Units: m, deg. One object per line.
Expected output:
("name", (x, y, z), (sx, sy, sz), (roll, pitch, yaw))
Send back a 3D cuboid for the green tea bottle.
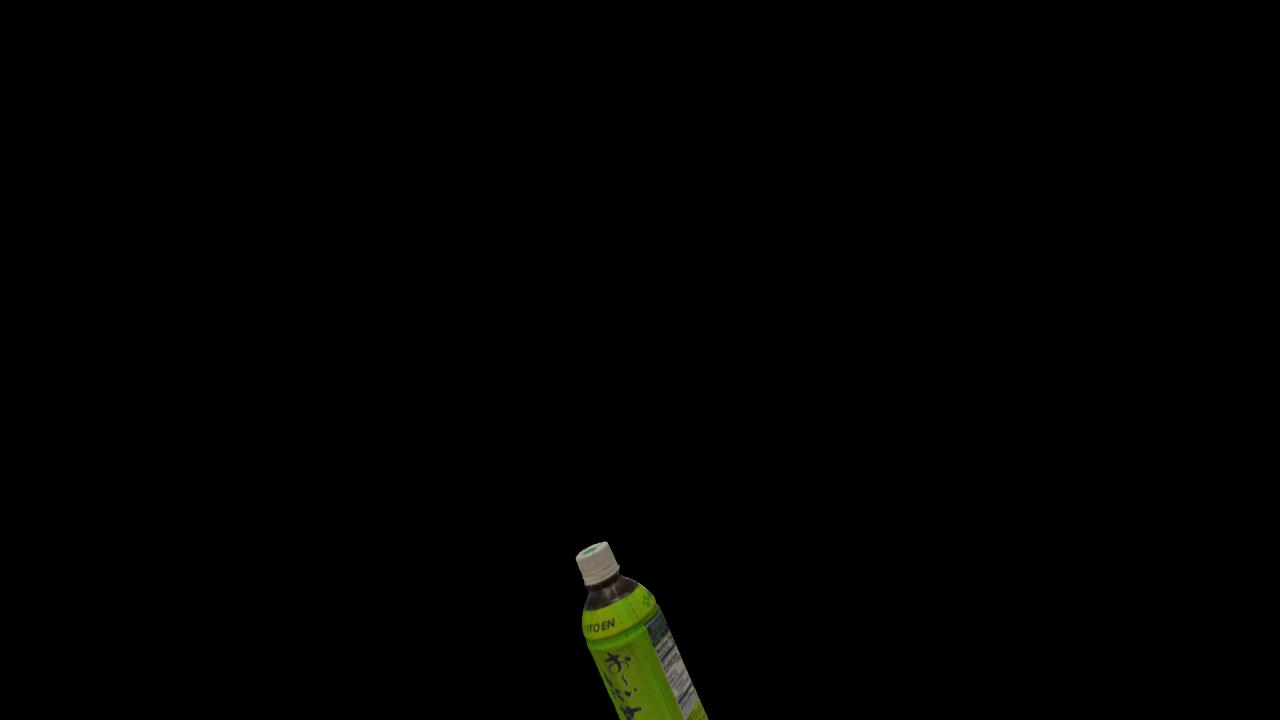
("green tea bottle", (0.001, 0.257, 0.521), (0.073, 0.212, 0.073), (-22, -2, -1))
